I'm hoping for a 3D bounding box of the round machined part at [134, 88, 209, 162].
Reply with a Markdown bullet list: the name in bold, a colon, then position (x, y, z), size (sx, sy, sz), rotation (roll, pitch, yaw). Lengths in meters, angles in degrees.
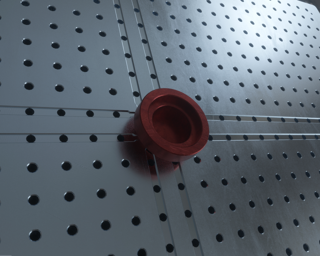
- **round machined part**: position (0.011, -0.001, 0.405), size (0.099, 0.042, 0.098), rotation (14, 56, -21)
